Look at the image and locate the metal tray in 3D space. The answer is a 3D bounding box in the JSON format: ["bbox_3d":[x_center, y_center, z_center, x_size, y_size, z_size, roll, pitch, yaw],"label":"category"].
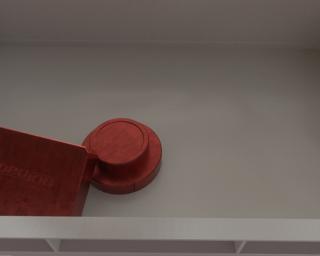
[{"bbox_3d":[-0.142,0.052,0.329,0.131,0.030,0.090,13,81,10],"label":"metal tray"}]

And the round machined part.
[{"bbox_3d":[-0.047,0.026,0.371,0.099,0.042,0.098,0,50,0],"label":"round machined part"}]
